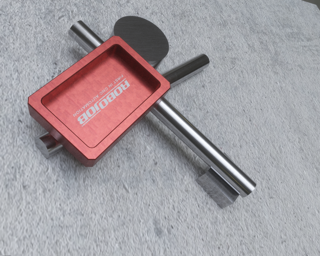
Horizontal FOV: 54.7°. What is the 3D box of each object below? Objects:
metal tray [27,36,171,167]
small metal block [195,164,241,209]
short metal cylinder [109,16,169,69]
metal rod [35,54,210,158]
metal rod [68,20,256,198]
[{"bbox_3d":[-0.062,-0.033,0.340,0.090,0.030,0.131,43,62,2],"label":"metal tray"},{"bbox_3d":[0.083,0.069,0.410,0.050,0.025,0.050,47,51,5],"label":"small metal block"},{"bbox_3d":[-0.034,-0.110,0.439,0.081,0.050,0.080,14,56,-21],"label":"short metal cylinder"},{"bbox_3d":[-0.026,-0.045,0.420,0.302,0.025,0.025,-34,81,-38],"label":"metal rod"},{"bbox_3d":[0.002,-0.025,0.391,0.300,0.025,0.025,43,51,1],"label":"metal rod"}]
